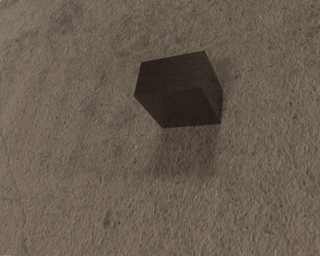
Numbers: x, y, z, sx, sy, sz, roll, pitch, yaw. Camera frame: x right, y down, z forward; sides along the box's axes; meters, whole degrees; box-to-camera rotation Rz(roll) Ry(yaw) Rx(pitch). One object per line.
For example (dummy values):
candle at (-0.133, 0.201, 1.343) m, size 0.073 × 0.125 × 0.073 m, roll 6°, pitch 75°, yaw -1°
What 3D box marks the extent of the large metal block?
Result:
large metal block at (0.026, -0.043, 0.380) m, size 0.080 × 0.080 × 0.050 m, roll -5°, pitch 60°, yaw 25°
